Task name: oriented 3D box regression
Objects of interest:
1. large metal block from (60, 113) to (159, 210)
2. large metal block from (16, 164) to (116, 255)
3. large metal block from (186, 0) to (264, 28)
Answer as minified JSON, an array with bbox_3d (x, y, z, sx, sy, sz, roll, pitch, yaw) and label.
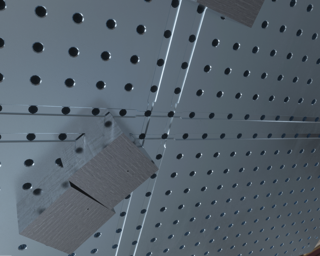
[{"bbox_3d":[-0.062,0.043,0.387,0.080,0.050,0.080,-40,129,-1],"label":"large metal block"},{"bbox_3d":[-0.118,0.103,0.393,0.080,0.050,0.080,-43,129,1],"label":"large metal block"},{"bbox_3d":[0.074,-0.165,0.333,0.081,0.050,0.080,10,113,-33],"label":"large metal block"}]
